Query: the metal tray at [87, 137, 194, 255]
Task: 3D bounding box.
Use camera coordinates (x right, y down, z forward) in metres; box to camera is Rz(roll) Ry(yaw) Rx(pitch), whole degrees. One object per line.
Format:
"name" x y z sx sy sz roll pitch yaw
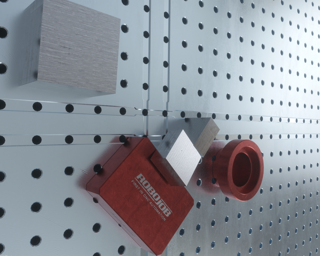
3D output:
"metal tray" -0.018 0.086 0.393 0.090 0.030 0.130 -50 120 -28

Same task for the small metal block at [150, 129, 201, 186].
"small metal block" 0.021 0.038 0.391 0.050 0.025 0.050 55 48 -26

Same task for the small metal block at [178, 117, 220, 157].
"small metal block" 0.048 0.012 0.435 0.025 0.050 0.050 51 60 -29

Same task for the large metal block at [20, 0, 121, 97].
"large metal block" -0.091 -0.079 0.318 0.081 0.050 0.080 5 87 -40

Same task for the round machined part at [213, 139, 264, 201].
"round machined part" 0.124 0.067 0.505 0.099 0.042 0.097 0 90 -40
